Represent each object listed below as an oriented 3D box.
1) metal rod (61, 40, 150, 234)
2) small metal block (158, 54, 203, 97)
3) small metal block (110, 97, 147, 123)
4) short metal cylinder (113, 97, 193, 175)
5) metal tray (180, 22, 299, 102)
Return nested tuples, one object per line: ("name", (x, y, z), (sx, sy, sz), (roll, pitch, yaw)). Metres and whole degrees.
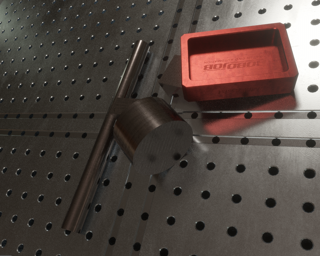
("metal rod", (-0.070, -0.003, 0.444), (0.025, 0.025, 0.300), (4, 63, 29))
("small metal block", (0.034, -0.072, 0.434), (0.050, 0.025, 0.050), (19, 72, 35))
("small metal block", (-0.030, -0.016, 0.416), (0.050, 0.050, 0.025), (7, 65, 31))
("short metal cylinder", (-0.008, 0.010, 0.370), (0.080, 0.080, 0.050), (-41, 51, 0))
("metal tray", (0.093, -0.082, 0.385), (0.131, 0.030, 0.090), (-4, 59, 9))
